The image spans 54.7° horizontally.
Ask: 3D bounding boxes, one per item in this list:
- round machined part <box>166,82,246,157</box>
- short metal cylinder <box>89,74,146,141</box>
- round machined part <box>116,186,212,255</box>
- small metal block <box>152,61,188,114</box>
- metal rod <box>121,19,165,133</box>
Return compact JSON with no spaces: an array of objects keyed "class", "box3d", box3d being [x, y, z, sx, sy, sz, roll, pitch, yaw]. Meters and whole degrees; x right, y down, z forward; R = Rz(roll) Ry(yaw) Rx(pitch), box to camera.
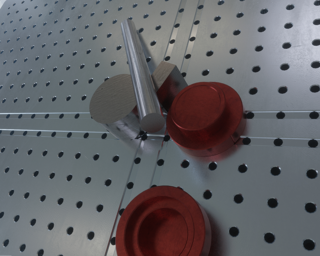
[{"class":"round machined part","box3d":[0.052,-0.018,0.381,0.098,0.042,0.098,-13,56,21]},{"class":"short metal cylinder","box3d":[-0.051,-0.029,0.437,0.080,0.050,0.080,-13,57,20]},{"class":"round machined part","box3d":[0.006,0.114,0.324,0.098,0.042,0.098,-13,56,21]},{"class":"small metal block","box3d":[0.008,-0.054,0.421,0.025,0.050,0.050,26,76,36]},{"class":"metal rod","box3d":[-0.032,-0.093,0.432,0.025,0.025,0.300,-29,37,10]}]
